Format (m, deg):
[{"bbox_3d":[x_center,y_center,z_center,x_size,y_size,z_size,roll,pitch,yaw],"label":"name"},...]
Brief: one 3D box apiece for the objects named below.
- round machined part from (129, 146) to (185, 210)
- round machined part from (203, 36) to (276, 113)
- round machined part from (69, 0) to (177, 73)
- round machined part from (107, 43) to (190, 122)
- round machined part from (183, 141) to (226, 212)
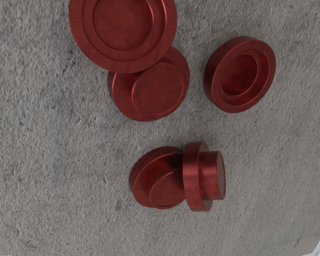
[{"bbox_3d":[0.008,0.078,0.449,0.099,0.042,0.097,-14,124,-21],"label":"round machined part"},{"bbox_3d":[0.098,-0.072,0.405,0.099,0.042,0.097,-14,124,-21],"label":"round machined part"},{"bbox_3d":[-0.036,-0.104,0.300,0.099,0.042,0.097,-4,106,-14],"label":"round machined part"},{"bbox_3d":[-0.008,-0.049,0.361,0.099,0.042,0.097,-14,124,-21],"label":"round machined part"},{"bbox_3d":[0.066,0.067,0.434,0.042,0.098,0.098,-6,131,20],"label":"round machined part"}]
